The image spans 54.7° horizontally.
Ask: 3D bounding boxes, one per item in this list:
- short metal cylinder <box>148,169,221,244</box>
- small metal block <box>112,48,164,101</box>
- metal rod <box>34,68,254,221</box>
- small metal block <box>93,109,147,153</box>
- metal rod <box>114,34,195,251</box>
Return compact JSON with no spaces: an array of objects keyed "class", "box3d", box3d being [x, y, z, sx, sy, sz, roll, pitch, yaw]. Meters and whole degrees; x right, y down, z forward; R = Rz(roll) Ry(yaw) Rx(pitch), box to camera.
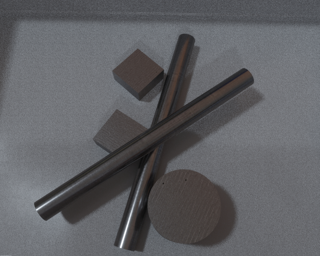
[{"class":"short metal cylinder","box3d":[0.027,0.093,0.363,0.081,0.050,0.080,0,70,0]},{"class":"small metal block","box3d":[-0.030,-0.075,0.437,0.050,0.025,0.050,41,75,13]},{"class":"metal rod","box3d":[-0.010,0.013,0.377,0.301,0.025,0.025,-33,74,-11]},{"class":"small metal block","box3d":[-0.050,0.012,0.405,0.050,0.025,0.050,33,73,11]},{"class":"metal rod","box3d":[-0.001,0.004,0.408,0.025,0.025,0.299,15,70,5]}]
